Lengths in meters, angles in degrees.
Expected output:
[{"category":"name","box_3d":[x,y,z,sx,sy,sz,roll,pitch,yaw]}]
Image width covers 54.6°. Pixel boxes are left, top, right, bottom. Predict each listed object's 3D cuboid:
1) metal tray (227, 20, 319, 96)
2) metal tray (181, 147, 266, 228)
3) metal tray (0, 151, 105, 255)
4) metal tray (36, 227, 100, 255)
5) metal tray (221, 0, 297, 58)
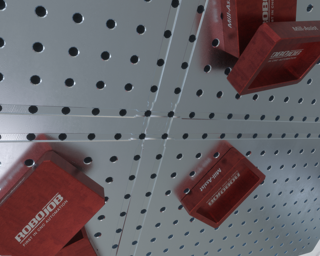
[{"category":"metal tray","box_3d":[0.160,-0.092,0.403,0.131,0.030,0.089,-14,149,-31]},{"category":"metal tray","box_3d":[0.110,0.105,0.532,0.130,0.030,0.090,-48,129,5]},{"category":"metal tray","box_3d":[-0.142,0.103,0.376,0.130,0.030,0.090,-46,111,4]},{"category":"metal tray","box_3d":[-0.135,0.211,0.464,0.091,0.030,0.129,-23,127,-15]},{"category":"metal tray","box_3d":[0.120,-0.159,0.375,0.091,0.030,0.129,-25,127,-13]}]
